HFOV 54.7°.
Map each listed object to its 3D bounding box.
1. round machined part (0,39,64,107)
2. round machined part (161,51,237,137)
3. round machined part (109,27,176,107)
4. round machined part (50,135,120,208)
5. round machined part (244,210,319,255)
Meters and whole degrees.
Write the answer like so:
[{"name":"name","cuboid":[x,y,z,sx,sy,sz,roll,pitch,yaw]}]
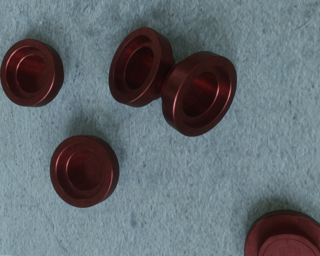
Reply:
[{"name":"round machined part","cuboid":[-0.185,-0.080,0.463,0.098,0.042,0.097,0,90,19]},{"name":"round machined part","cuboid":[0.041,-0.042,0.361,0.042,0.099,0.098,36,103,41]},{"name":"round machined part","cuboid":[-0.019,-0.073,0.391,0.098,0.042,0.098,-16,66,42]},{"name":"round machined part","cuboid":[-0.100,0.058,0.434,0.098,0.042,0.097,0,90,19]},{"name":"round machined part","cuboid":[0.146,0.146,0.349,0.098,0.042,0.097,0,90,19]}]
